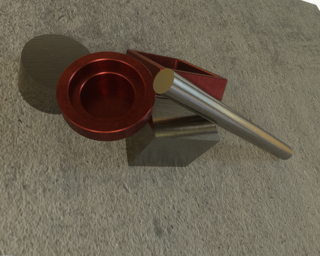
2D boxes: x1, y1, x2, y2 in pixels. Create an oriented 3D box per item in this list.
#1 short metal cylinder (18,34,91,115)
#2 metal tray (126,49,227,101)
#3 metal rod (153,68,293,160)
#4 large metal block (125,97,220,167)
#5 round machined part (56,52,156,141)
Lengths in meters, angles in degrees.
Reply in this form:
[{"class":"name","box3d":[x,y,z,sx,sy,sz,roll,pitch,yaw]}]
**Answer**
[{"class":"short metal cylinder","box3d":[-0.121,-0.062,0.363,0.081,0.050,0.080,14,56,-21]},{"class":"metal tray","box3d":[0.014,-0.070,0.406,0.091,0.030,0.130,4,20,-26]},{"class":"metal rod","box3d":[0.101,-0.002,0.387,0.301,0.025,0.025,23,49,-45]},{"class":"large metal block","box3d":[0.011,0.009,0.372,0.081,0.080,0.050,4,60,-26]},{"class":"round machined part","box3d":[-0.055,-0.030,0.327,0.099,0.042,0.098,3,62,-5]}]
